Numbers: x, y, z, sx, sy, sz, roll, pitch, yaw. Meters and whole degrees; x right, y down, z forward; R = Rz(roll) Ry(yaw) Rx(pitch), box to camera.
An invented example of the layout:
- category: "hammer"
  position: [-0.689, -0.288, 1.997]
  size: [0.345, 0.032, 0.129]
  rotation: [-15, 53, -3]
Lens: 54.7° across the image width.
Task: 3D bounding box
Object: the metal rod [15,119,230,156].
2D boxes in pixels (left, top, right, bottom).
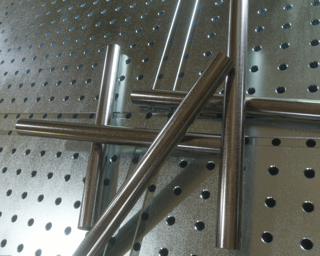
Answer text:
- category: "metal rod"
  position: [-0.063, 0.009, 0.406]
  size: [0.301, 0.025, 0.025]
  rotation: [4, 64, 20]

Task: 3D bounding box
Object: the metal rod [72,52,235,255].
- category: "metal rod"
  position: [-0.013, 0.044, 0.352]
  size: [0.025, 0.025, 0.299]
  rotation: [37, 93, 38]

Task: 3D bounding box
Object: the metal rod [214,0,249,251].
- category: "metal rod"
  position: [0.083, -0.024, 0.347]
  size: [0.025, 0.025, 0.299]
  rotation: [-3, 66, 26]

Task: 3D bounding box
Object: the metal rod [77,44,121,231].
- category: "metal rod"
  position: [-0.083, -0.006, 0.453]
  size: [0.025, 0.025, 0.299]
  rotation: [-11, 57, 22]

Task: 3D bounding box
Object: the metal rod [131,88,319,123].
- category: "metal rod"
  position: [0.093, -0.028, 0.376]
  size: [0.300, 0.025, 0.025]
  rotation: [8, 66, 31]
